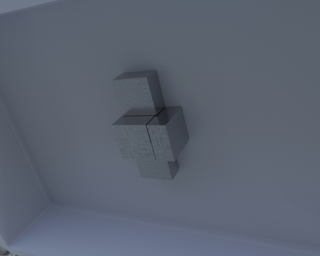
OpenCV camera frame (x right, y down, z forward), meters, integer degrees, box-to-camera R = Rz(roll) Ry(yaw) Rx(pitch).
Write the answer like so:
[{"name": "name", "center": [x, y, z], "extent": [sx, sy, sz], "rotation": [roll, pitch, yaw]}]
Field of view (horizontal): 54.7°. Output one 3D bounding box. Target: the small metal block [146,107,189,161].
[{"name": "small metal block", "center": [0.011, 0.007, 0.388], "extent": [0.025, 0.050, 0.050], "rotation": [0, 118, 28]}]

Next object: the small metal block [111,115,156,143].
[{"name": "small metal block", "center": [-0.026, -0.005, 0.401], "extent": [0.050, 0.050, 0.025], "rotation": [0, 118, 28]}]

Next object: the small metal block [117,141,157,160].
[{"name": "small metal block", "center": [-0.020, 0.017, 0.411], "extent": [0.050, 0.050, 0.025], "rotation": [0, 118, 28]}]

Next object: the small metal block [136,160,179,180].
[{"name": "small metal block", "center": [-0.006, 0.044, 0.437], "extent": [0.050, 0.025, 0.050], "rotation": [0, 119, 28]}]

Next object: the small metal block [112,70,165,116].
[{"name": "small metal block", "center": [-0.027, -0.044, 0.394], "extent": [0.050, 0.025, 0.050], "rotation": [0, 119, 28]}]
